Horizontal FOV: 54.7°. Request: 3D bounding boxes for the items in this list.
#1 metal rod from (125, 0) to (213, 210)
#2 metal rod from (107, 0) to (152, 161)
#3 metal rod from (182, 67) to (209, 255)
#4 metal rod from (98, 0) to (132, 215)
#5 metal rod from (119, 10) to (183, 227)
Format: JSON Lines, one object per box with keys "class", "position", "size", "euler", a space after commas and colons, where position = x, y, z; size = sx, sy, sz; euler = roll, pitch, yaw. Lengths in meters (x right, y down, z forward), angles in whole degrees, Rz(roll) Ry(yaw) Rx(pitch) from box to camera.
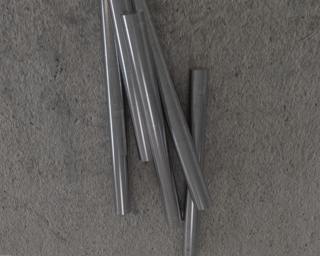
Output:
{"class": "metal rod", "position": [0.011, -0.035, 0.380], "size": [0.025, 0.025, 0.298], "euler": [-18, 103, 6]}
{"class": "metal rod", "position": [-0.037, -0.093, 0.356], "size": [0.025, 0.025, 0.298], "euler": [-8, 117, 3]}
{"class": "metal rod", "position": [0.047, 0.066, 0.434], "size": [0.025, 0.025, 0.298], "euler": [0, 110, 0]}
{"class": "metal rod", "position": [-0.056, -0.020, 0.401], "size": [0.025, 0.025, 0.298], "euler": [-1, 110, 0]}
{"class": "metal rod", "position": [-0.004, 0.010, 0.389], "size": [0.025, 0.025, 0.298], "euler": [-9, 119, 3]}
